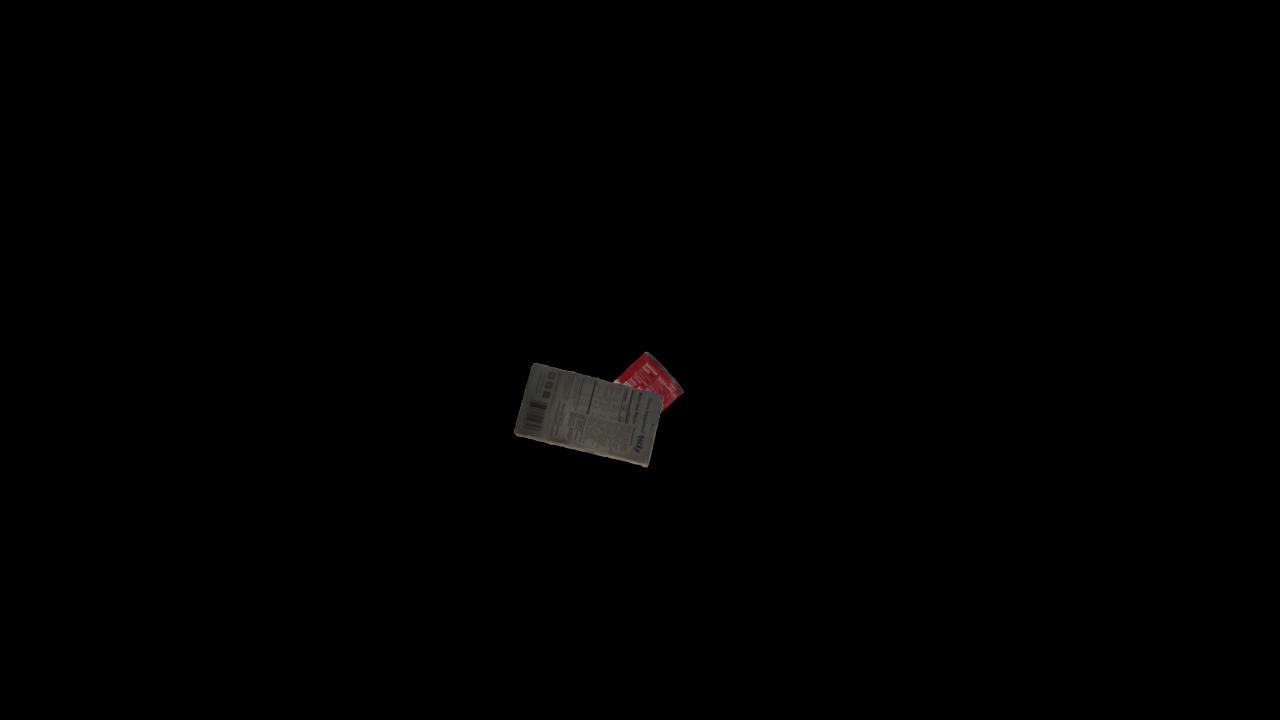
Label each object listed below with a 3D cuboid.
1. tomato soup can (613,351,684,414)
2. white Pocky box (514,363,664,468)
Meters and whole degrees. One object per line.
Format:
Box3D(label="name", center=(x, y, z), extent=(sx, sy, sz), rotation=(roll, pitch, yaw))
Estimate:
Box3D(label="tomato soup can", center=(-0.007, 0.048, 0.729), extent=(0.101, 0.068, 0.068), rotation=(-43, 4, -4))
Box3D(label="white Pocky box", center=(-0.056, 0.062, 0.693), extent=(0.154, 0.084, 0.028), rotation=(14, -16, -3))
